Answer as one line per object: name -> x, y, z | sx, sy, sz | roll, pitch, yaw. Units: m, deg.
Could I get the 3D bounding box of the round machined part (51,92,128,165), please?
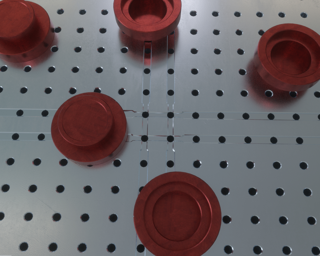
round machined part -> -0.093, -0.004, 0.404 | 0.099, 0.042, 0.098 | 0, 70, 0

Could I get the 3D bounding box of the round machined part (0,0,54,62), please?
round machined part -> -0.212, -0.150, 0.456 | 0.099, 0.042, 0.098 | 0, 70, 0

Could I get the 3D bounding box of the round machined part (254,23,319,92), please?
round machined part -> 0.182, -0.095, 0.438 | 0.099, 0.042, 0.098 | 0, 70, 0

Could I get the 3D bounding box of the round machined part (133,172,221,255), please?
round machined part -> 0.019, 0.104, 0.365 | 0.099, 0.042, 0.098 | 0, 70, 0

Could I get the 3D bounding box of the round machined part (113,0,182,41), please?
round machined part -> -0.018, -0.171, 0.465 | 0.099, 0.042, 0.098 | 0, 70, 0
